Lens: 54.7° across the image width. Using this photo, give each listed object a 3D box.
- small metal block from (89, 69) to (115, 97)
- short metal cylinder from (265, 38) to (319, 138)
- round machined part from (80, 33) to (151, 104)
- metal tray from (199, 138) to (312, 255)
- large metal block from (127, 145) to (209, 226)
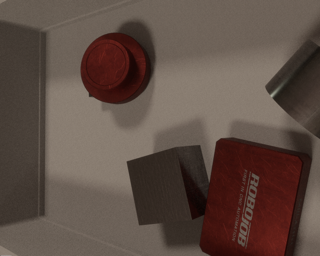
[{"bbox_3d":[-0.084,-0.074,0.473,0.050,0.025,0.050,-4,87,39],"label":"small metal block"},{"bbox_3d":[0.137,-0.029,0.257,0.080,0.081,0.050,52,120,27],"label":"short metal cylinder"},{"bbox_3d":[-0.066,-0.083,0.424,0.098,0.042,0.097,0,89,15],"label":"round machined part"},{"bbox_3d":[0.096,0.081,0.324,0.090,0.030,0.129,13,98,39],"label":"metal tray"},{"bbox_3d":[0.012,0.070,0.379,0.080,0.050,0.080,-20,78,38],"label":"large metal block"}]
